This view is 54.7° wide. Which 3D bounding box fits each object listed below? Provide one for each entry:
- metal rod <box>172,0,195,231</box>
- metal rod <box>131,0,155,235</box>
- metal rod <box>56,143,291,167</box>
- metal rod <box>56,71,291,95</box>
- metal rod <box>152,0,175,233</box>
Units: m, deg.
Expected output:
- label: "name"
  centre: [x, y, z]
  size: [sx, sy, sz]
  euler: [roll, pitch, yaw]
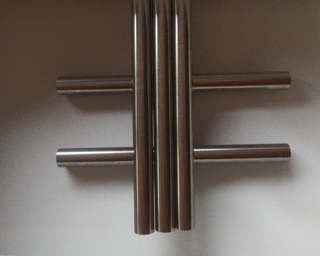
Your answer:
- label: "metal rod"
  centre: [0.029, -0.026, 0.384]
  size: [0.025, 0.025, 0.298]
  euler: [-1, 90, 0]
- label: "metal rod"
  centre: [-0.022, -0.021, 0.384]
  size: [0.025, 0.025, 0.298]
  euler: [-1, 90, 0]
- label: "metal rod"
  centre: [0.018, 0.036, 0.410]
  size: [0.302, 0.025, 0.025]
  euler: [-1, 90, 0]
- label: "metal rod"
  centre: [0.018, -0.059, 0.410]
  size: [0.302, 0.025, 0.025]
  euler: [-1, 90, 0]
- label: "metal rod"
  centre: [0.004, -0.023, 0.384]
  size: [0.025, 0.025, 0.298]
  euler: [-1, 90, 0]
